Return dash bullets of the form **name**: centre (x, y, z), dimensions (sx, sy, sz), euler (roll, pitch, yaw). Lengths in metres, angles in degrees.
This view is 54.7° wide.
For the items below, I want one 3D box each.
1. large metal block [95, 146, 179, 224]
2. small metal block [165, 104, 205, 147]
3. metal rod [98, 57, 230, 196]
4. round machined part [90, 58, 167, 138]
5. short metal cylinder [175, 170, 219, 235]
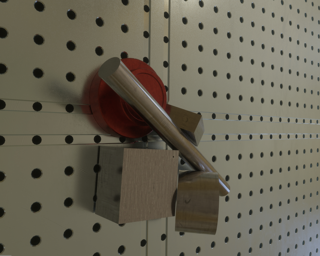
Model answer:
- **large metal block**: centre (-0.026, 0.064, 0.370), dimensions (0.081, 0.050, 0.080), euler (6, 86, -40)
- **small metal block**: centre (0.029, -0.003, 0.407), dimensions (0.025, 0.050, 0.050), euler (-64, 160, -16)
- **metal rod**: centre (0.027, 0.021, 0.392), dimensions (0.300, 0.025, 0.025), euler (46, 62, -45)
- **round machined part**: centre (-0.030, -0.036, 0.374), dimensions (0.099, 0.042, 0.097), euler (0, 90, -40)
- **short metal cylinder**: centre (0.048, 0.097, 0.407), dimensions (0.080, 0.050, 0.079), euler (1, 92, -85)
